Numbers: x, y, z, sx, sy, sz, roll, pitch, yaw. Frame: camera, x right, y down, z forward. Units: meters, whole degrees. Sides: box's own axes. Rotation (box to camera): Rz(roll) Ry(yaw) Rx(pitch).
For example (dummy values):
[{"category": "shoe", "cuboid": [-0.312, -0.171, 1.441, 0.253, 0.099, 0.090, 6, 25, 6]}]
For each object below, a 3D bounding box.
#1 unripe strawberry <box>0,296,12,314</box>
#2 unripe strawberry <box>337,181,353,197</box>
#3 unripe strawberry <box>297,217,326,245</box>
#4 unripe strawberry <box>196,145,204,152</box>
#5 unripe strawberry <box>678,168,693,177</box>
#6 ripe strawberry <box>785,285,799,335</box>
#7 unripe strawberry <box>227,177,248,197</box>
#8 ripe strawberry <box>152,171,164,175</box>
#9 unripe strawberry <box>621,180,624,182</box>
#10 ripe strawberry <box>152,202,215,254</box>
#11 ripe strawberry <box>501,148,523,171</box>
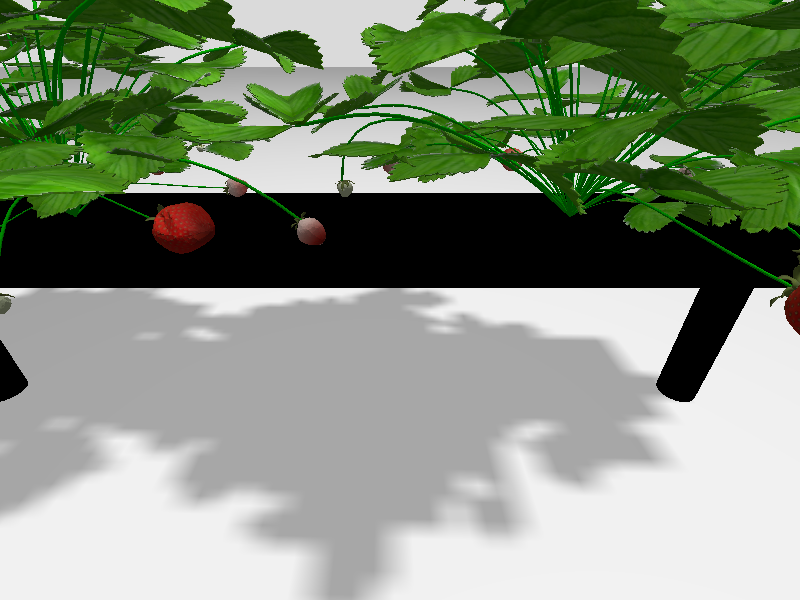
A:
[{"category": "unripe strawberry", "cuboid": [-0.227, 0.003, 0.226, 0.010, 0.011, 0.011, -13, -8, -20]}, {"category": "unripe strawberry", "cuboid": [-0.054, -0.110, 0.396, 0.016, 0.015, 0.014, 6, 32, 10]}, {"category": "unripe strawberry", "cuboid": [-0.067, -0.052, 0.306, 0.020, 0.023, 0.023, -43, 11, 33]}, {"category": "unripe strawberry", "cuboid": [-0.269, -0.204, 0.539, 0.009, 0.010, 0.010, 4, 32, 6]}, {"category": "unripe strawberry", "cuboid": [0.324, -0.140, 0.446, 0.025, 0.024, 0.023, -17, 36, -26]}, {"category": "ripe strawberry", "cuboid": [0.223, 0.005, 0.199, 0.039, 0.041, 0.042, -11, 34, -17]}, {"category": "unripe strawberry", "cuboid": [-0.167, -0.117, 0.412, 0.020, 0.020, 0.019, -14, 34, -22]}, {"category": "ripe strawberry", "cuboid": [-0.289, -0.160, 0.478, 0.018, 0.021, 0.020, 1, 19, 2]}, {"category": "unripe strawberry", "cuboid": [0.256, -0.140, 0.456, 0.011, 0.012, 0.012, 26, 40, 35]}, {"category": "ripe strawberry", "cuboid": [-0.153, -0.050, 0.288, 0.037, 0.036, 0.040, 17, 36, 24]}, {"category": "ripe strawberry", "cuboid": [0.137, -0.173, 0.494, 0.030, 0.027, 0.027, -3, 23, -5]}]
